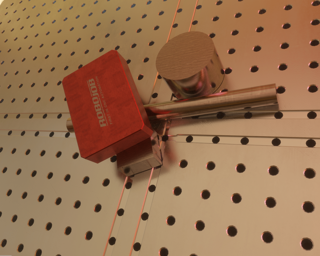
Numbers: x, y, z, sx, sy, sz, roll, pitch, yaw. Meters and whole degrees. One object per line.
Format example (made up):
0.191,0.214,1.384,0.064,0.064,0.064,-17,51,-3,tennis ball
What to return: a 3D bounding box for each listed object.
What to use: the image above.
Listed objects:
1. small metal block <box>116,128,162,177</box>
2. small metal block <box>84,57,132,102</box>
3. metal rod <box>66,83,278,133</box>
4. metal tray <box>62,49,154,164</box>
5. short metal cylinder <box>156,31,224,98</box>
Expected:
-0.029,0.029,0.403,0.050,0.025,0.050,-21,54,15,small metal block
-0.080,-0.074,0.477,0.050,0.050,0.025,-28,53,10,small metal block
0.000,-0.022,0.421,0.301,0.025,0.025,-7,59,23,metal rod
-0.073,-0.030,0.410,0.090,0.030,0.130,-27,64,11,metal tray
0.041,-0.083,0.420,0.080,0.050,0.080,-13,56,20,short metal cylinder
